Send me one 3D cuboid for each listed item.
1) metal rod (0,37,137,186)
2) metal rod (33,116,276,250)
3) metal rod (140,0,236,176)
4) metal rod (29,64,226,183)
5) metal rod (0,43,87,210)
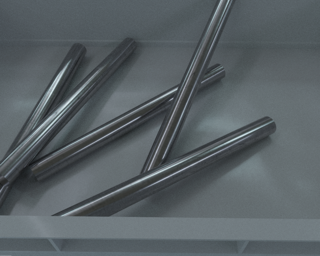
[{"bbox_3d":[-0.110,-0.044,0.426,0.025,0.025,0.301,18,48,15],"label":"metal rod"},{"bbox_3d":[0.017,0.047,0.344,0.302,0.025,0.025,-22,53,-26],"label":"metal rod"},{"bbox_3d":[0.045,-0.070,0.407,0.025,0.025,0.300,19,70,15],"label":"metal rod"},{"bbox_3d":[-0.027,-0.018,0.419,0.302,0.025,0.025,-31,57,-23],"label":"metal rod"},{"bbox_3d":[-0.161,-0.017,0.418,0.025,0.025,0.300,8,50,7],"label":"metal rod"}]
